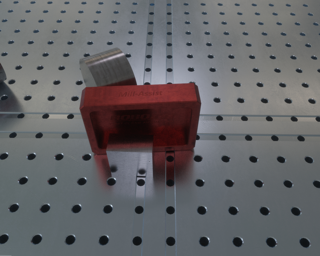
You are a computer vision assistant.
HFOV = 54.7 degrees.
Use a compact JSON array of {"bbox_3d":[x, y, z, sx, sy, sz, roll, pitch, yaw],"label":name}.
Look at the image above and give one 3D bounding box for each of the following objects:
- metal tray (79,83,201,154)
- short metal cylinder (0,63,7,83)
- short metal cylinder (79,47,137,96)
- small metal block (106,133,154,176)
[{"bbox_3d":[-0.021,-0.009,0.372,0.131,0.089,0.030,-3,50,-3],"label":"metal tray"},{"bbox_3d":[-0.271,-0.091,0.446,0.080,0.080,0.050,34,58,25],"label":"short metal cylinder"},{"bbox_3d":[-0.071,-0.064,0.425,0.050,0.080,0.080,-24,54,-19],"label":"short metal cylinder"},{"bbox_3d":[-0.033,0.032,0.364,0.050,0.050,0.025,2,50,1],"label":"small metal block"}]
